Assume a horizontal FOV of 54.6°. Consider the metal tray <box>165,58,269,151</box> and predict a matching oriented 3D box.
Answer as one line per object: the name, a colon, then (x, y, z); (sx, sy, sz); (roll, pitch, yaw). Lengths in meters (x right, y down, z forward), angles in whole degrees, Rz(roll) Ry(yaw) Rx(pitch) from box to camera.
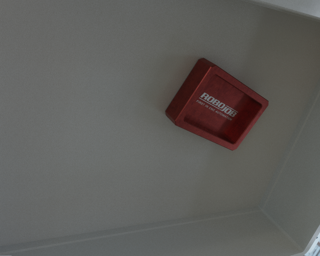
metal tray: (0.082, -0.028, 0.432); (0.131, 0.030, 0.090); (23, 106, -37)
